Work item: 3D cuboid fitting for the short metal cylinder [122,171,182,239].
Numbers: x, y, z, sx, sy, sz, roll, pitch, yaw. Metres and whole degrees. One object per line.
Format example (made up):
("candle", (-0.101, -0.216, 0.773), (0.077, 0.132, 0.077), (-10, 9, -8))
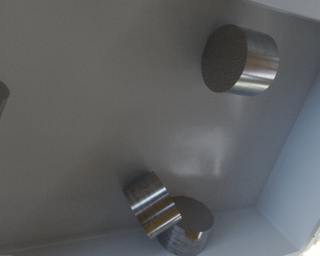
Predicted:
("short metal cylinder", (-0.012, 0.107, 0.435), (0.050, 0.080, 0.080), (-30, 129, -10))

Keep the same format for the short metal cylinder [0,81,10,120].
("short metal cylinder", (-0.179, -0.021, 0.263), (0.081, 0.080, 0.050), (17, 110, -35))

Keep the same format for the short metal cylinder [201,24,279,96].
("short metal cylinder", (0.095, -0.080, 0.377), (0.050, 0.080, 0.079), (3, 117, -30))

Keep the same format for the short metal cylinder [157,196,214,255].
("short metal cylinder", (0.040, 0.154, 0.492), (0.081, 0.080, 0.050), (1, 118, -29))
